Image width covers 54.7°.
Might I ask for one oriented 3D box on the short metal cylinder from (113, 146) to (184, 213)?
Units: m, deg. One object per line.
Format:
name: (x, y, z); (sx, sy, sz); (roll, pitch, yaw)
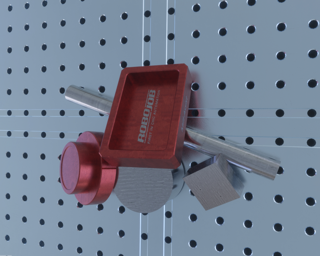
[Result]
short metal cylinder: (-0.014, 0.064, 0.400); (0.080, 0.050, 0.079); (0, 90, 20)

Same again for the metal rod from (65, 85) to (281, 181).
metal rod: (0.003, -0.001, 0.407); (0.301, 0.025, 0.025); (21, 97, 18)

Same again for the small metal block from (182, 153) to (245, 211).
small metal block: (0.064, 0.065, 0.374); (0.050, 0.025, 0.050); (-33, 95, 33)

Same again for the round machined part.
round machined part: (-0.100, 0.052, 0.410); (0.098, 0.042, 0.097); (-9, 78, 52)

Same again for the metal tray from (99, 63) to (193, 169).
metal tray: (-0.014, -0.017, 0.379); (0.090, 0.030, 0.130); (0, 61, 19)
